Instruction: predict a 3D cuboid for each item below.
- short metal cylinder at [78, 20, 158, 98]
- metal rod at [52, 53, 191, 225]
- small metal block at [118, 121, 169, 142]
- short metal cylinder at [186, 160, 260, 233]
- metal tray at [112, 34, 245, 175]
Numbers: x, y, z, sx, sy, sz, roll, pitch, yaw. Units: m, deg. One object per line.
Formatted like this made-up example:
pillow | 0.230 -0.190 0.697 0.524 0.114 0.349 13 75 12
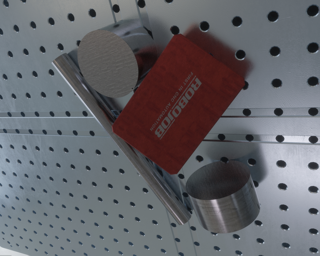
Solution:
short metal cylinder | -0.050 -0.083 0.370 0.080 0.050 0.079 13 124 21
metal rod | -0.050 0.022 0.451 0.025 0.025 0.299 -29 103 37
small metal block | -0.019 0.003 0.403 0.050 0.050 0.025 8 94 24
short metal cylinder | 0.078 0.083 0.386 0.080 0.080 0.050 -8 114 32
metal tray | 0.019 -0.025 0.346 0.090 0.030 0.130 36 101 4
